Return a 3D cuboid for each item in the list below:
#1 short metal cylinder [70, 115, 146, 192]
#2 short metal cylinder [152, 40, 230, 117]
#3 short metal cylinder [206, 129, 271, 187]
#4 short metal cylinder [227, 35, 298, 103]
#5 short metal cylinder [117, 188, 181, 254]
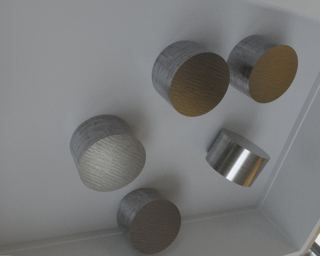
[{"bbox_3d":[-0.064,0.030,0.378,0.081,0.050,0.079,-14,125,-21],"label":"short metal cylinder"},{"bbox_3d":[0.037,-0.060,0.377,0.081,0.050,0.079,-14,125,-21],"label":"short metal cylinder"},{"bbox_3d":[0.116,0.044,0.466,0.081,0.080,0.050,18,109,-36],"label":"short metal cylinder"},{"bbox_3d":[0.137,-0.080,0.420,0.081,0.050,0.079,-14,125,-21],"label":"short metal cylinder"},{"bbox_3d":[-0.017,0.134,0.453,0.081,0.050,0.079,-5,101,-27],"label":"short metal cylinder"}]
